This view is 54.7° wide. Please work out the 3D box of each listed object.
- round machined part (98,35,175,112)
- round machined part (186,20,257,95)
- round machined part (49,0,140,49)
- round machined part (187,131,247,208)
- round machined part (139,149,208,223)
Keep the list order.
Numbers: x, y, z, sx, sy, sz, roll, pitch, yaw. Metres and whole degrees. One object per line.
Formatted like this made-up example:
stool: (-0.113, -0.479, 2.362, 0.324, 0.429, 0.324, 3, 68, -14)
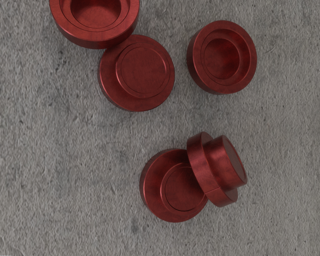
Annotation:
round machined part: (-0.026, -0.069, 0.390, 0.099, 0.042, 0.097, 0, 90, -20)
round machined part: (0.081, -0.094, 0.429, 0.099, 0.042, 0.097, 0, 90, -20)
round machined part: (-0.074, -0.136, 0.363, 0.099, 0.042, 0.098, 2, 77, -7)
round machined part: (0.077, 0.048, 0.396, 0.042, 0.098, 0.098, -28, 102, 20)
round machined part: (0.026, 0.077, 0.409, 0.099, 0.042, 0.097, 0, 90, -20)
